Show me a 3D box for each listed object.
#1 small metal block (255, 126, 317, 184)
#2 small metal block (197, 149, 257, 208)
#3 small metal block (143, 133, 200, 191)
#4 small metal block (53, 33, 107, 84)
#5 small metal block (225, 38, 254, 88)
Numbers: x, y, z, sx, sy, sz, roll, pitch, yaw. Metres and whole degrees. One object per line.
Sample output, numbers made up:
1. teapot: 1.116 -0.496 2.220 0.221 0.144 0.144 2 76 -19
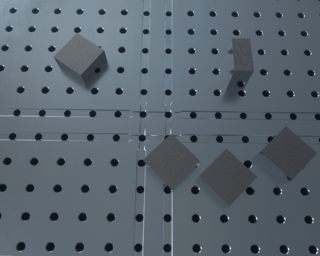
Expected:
1. small metal block: 0.162 0.035 0.401 0.050 0.025 0.050 -41 75 -14
2. small metal block: 0.083 0.063 0.390 0.050 0.025 0.050 -42 76 -14
3. small metal block: 0.014 0.044 0.396 0.050 0.025 0.050 -42 76 -14
4. small metal block: -0.114 -0.101 0.447 0.050 0.025 0.050 34 73 11
5. small metal block: 0.109 -0.089 0.432 0.025 0.050 0.050 0 70 0
